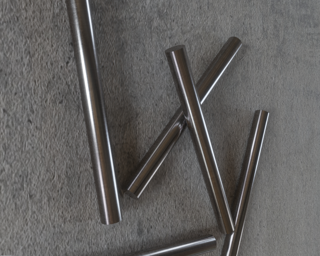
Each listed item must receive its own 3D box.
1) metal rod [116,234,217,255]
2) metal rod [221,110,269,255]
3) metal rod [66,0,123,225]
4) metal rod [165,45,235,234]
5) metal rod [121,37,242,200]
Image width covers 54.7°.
[{"bbox_3d":[-0.040,0.164,0.371,0.302,0.025,0.025,5,87,-40],"label":"metal rod"},{"bbox_3d":[0.141,0.111,0.522,0.025,0.025,0.299,28,73,-37],"label":"metal rod"},{"bbox_3d":[-0.075,-0.041,0.341,0.025,0.025,0.298,-13,98,-39],"label":"metal rod"},{"bbox_3d":[0.062,0.033,0.431,0.025,0.025,0.298,-38,121,-33],"label":"metal rod"},{"bbox_3d":[0.043,-0.030,0.440,0.025,0.025,0.301,51,60,-28],"label":"metal rod"}]
